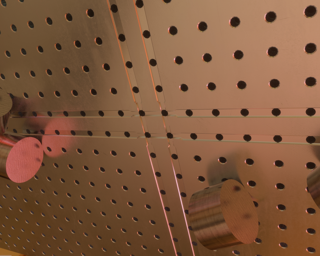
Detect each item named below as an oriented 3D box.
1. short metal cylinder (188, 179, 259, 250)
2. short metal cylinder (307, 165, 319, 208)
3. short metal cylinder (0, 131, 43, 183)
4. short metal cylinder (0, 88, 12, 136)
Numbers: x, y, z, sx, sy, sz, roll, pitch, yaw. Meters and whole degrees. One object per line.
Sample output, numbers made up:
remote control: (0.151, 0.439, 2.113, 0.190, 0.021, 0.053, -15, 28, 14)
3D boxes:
short metal cylinder: (0.083, 0.112, 0.401, 0.050, 0.080, 0.080, -30, 102, 37)
short metal cylinder: (0.198, 0.061, 0.309, 0.080, 0.080, 0.050, 35, 129, 4)
short metal cylinder: (-0.251, 0.049, 0.536, 0.050, 0.080, 0.079, 12, 124, 21)
short metal cylinder: (-0.290, -0.027, 0.508, 0.080, 0.080, 0.050, 36, 129, 4)
